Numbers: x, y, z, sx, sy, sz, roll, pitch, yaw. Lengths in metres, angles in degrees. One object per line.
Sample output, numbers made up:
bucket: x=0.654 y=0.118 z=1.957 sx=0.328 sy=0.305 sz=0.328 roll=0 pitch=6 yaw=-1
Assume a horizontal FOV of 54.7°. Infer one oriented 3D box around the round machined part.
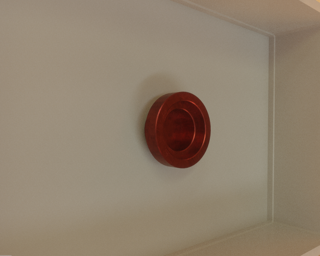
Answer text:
round machined part: x=0.019 y=0.002 z=0.409 sx=0.099 sy=0.042 sz=0.097 roll=0 pitch=90 yaw=-40
